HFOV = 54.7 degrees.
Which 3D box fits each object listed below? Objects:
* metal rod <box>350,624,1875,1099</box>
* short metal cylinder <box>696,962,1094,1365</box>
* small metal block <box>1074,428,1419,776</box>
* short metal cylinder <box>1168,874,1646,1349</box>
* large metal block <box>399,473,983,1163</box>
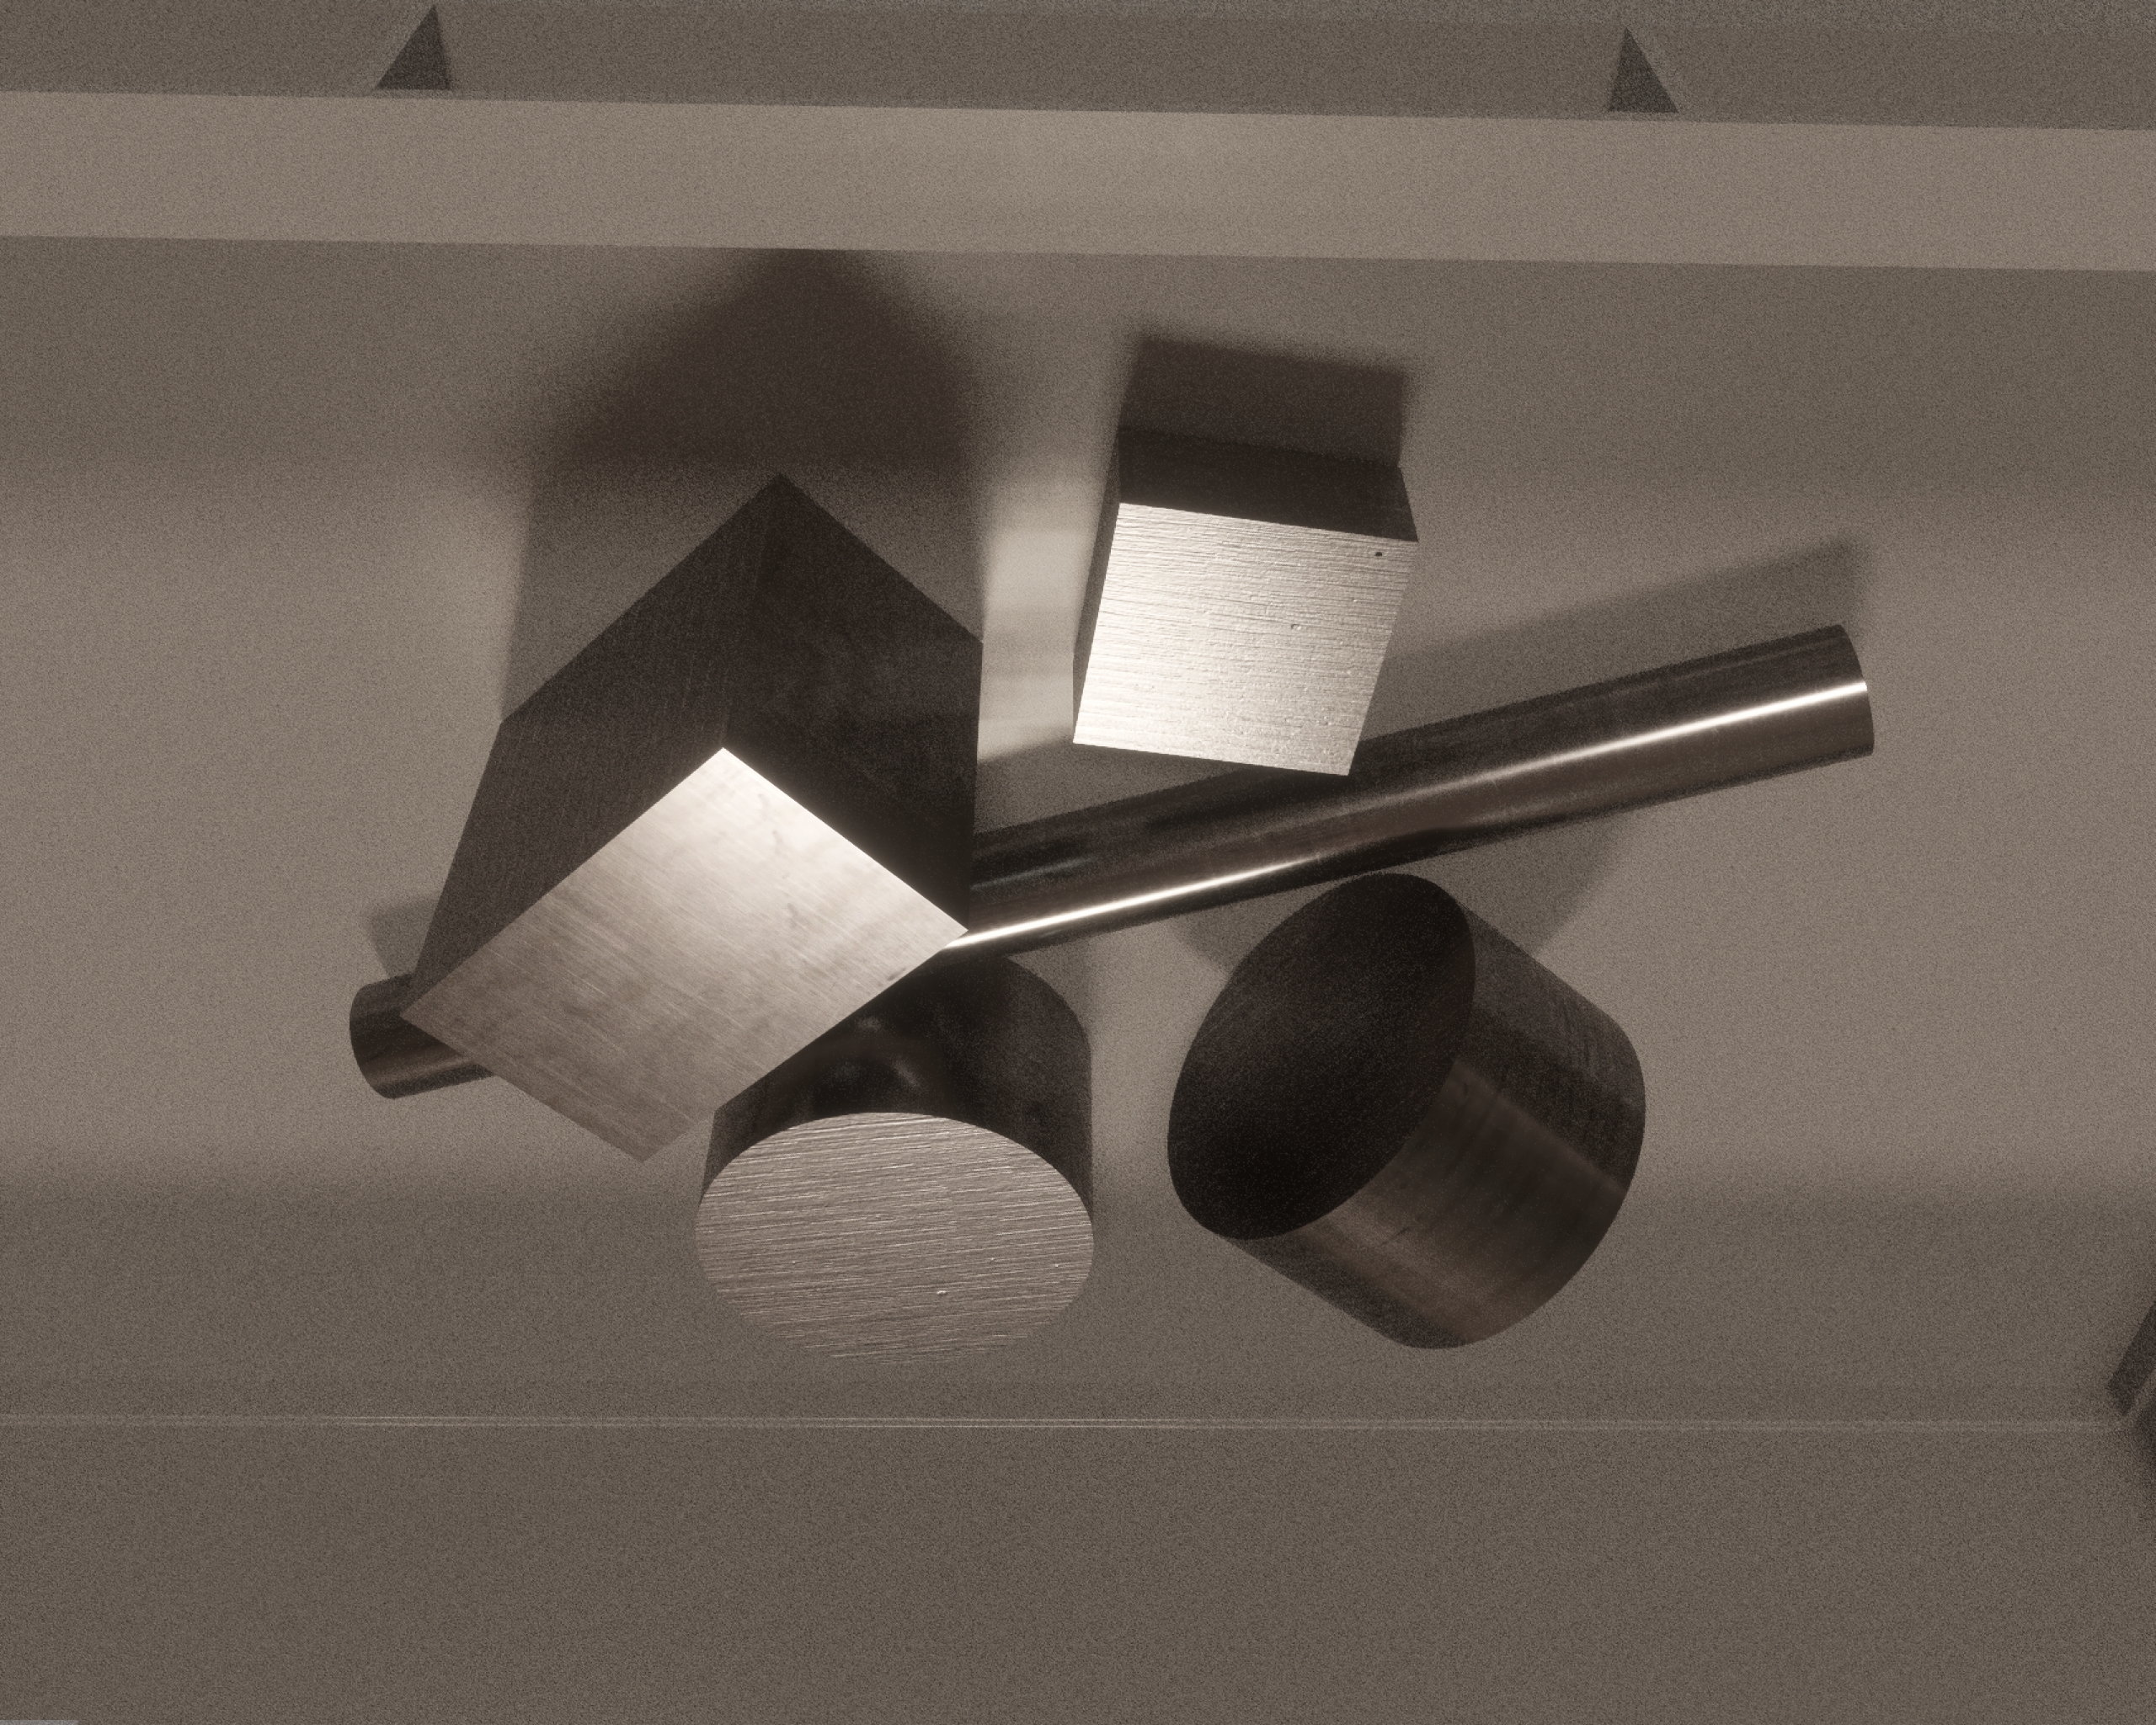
[{"bbox_3d":[-0.001,0.003,0.410,0.301,0.025,0.025,-13,129,10],"label":"metal rod"},{"bbox_3d":[-0.037,0.062,0.442,0.081,0.050,0.079,0,130,0],"label":"short metal cylinder"},{"bbox_3d":[0.028,-0.045,0.369,0.050,0.025,0.050,7,130,-6],"label":"small metal block"},{"bbox_3d":[0.064,0.049,0.414,0.050,0.080,0.080,35,122,-26],"label":"short metal cylinder"},{"bbox_3d":[-0.064,-0.008,0.364,0.080,0.080,0.050,-36,122,26],"label":"large metal block"}]
